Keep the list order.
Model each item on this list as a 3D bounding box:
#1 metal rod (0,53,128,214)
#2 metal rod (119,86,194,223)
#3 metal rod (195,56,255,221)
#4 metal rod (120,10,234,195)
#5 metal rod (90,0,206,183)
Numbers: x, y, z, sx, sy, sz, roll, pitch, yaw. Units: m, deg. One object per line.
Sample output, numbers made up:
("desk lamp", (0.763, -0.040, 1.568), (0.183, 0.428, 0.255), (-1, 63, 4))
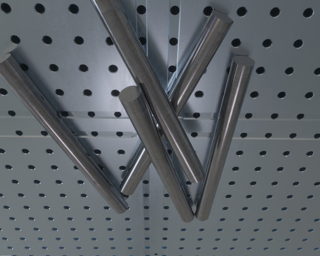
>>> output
("metal rod", (-0.121, 0.030, 0.435), (0.025, 0.025, 0.299), (-17, 128, 14))
("metal rod", (0.008, 0.059, 0.435), (0.025, 0.025, 0.299), (-12, 137, 10))
("metal rod", (0.083, 0.038, 0.444), (0.025, 0.025, 0.298), (3, 130, -3))
("metal rod", (0.006, -0.008, 0.404), (0.025, 0.025, 0.298), (18, 128, -15))
("metal rod", (-0.013, -0.050, 0.344), (0.025, 0.025, 0.299), (-20, 120, 16))
